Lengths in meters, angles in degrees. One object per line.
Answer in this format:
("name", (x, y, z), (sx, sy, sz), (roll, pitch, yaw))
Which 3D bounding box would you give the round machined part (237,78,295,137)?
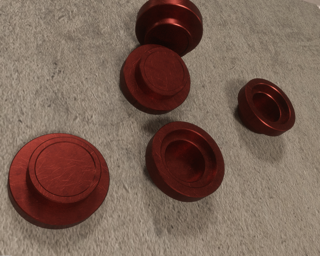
("round machined part", (0.166, -0.029, 0.503), (0.099, 0.042, 0.098), (14, 56, -21))

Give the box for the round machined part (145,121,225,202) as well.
("round machined part", (0.027, 0.044, 0.382), (0.099, 0.042, 0.098), (14, 56, -21))

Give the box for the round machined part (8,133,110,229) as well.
("round machined part", (-0.098, 0.048, 0.312), (0.099, 0.042, 0.098), (14, 56, -21))

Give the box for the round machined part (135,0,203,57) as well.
("round machined part", (0.013, -0.138, 0.450), (0.099, 0.097, 0.042), (16, 55, -20))

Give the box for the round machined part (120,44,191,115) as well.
("round machined part", (-0.002, -0.070, 0.421), (0.099, 0.042, 0.098), (6, 75, -22))
